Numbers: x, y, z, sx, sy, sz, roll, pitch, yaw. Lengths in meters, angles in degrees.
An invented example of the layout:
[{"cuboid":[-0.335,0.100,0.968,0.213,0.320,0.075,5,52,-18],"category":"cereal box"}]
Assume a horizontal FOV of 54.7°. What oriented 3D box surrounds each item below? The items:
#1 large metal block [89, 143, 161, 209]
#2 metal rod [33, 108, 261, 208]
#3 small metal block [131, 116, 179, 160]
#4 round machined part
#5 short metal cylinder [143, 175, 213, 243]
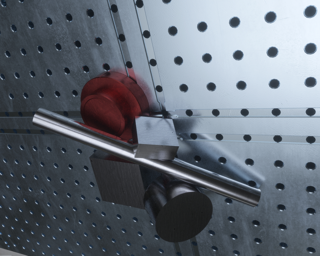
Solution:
[{"cuboid":[-0.047,0.067,0.457,0.080,0.050,0.079,5,121,25],"category":"large metal block"},{"cuboid":[-0.016,0.038,0.400,0.301,0.025,0.025,21,127,-1],"category":"metal rod"},{"cuboid":[-0.007,0.012,0.393,0.050,0.050,0.025,5,131,-15],"category":"small metal block"},{"cuboid":[-0.067,-0.023,0.420,0.098,0.042,0.097,13,124,20],"category":"round machined part"},{"cuboid":[0.024,0.106,0.419,0.081,0.050,0.079,-9,116,-18],"category":"short metal cylinder"}]
